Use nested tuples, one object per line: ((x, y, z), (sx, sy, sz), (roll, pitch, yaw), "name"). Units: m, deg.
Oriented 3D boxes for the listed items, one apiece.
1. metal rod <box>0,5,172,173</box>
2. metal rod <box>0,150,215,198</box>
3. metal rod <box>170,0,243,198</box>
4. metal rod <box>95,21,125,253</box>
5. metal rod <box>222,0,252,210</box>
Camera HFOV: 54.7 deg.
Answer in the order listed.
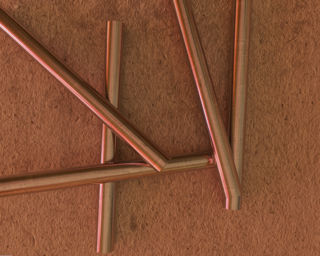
((-0.105, -0.054, 0.389), (0.300, 0.025, 0.025), (41, 90, 7), "metal rod")
((-0.077, 0.057, 0.380), (0.302, 0.025, 0.025), (-6, 90, -12), "metal rod")
((0.054, -0.060, 0.397), (0.025, 0.025, 0.298), (-14, 85, 0), "metal rod")
((-0.066, 0.012, 0.409), (0.025, 0.025, 0.298), (3, 90, 0), "metal rod")
((0.103, -0.044, 0.410), (0.025, 0.025, 0.298), (3, 90, 0), "metal rod")
